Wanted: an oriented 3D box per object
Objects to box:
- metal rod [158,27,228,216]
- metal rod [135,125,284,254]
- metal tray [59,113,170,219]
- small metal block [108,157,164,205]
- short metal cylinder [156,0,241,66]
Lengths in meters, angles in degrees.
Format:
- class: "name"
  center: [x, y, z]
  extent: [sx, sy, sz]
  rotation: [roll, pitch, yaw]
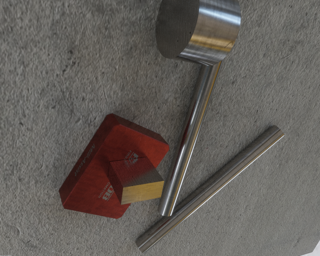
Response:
- class: "metal rod"
  center: [0.044, 0.001, 0.431]
  extent: [0.025, 0.025, 0.298]
  rotation: [1, 118, -29]
- class: "metal rod"
  center: [0.083, 0.100, 0.514]
  extent: [0.300, 0.025, 0.025]
  rotation: [-40, 130, -1]
- class: "metal tray"
  center: [-0.059, 0.054, 0.405]
  extent: [0.090, 0.030, 0.129]
  rotation: [25, 104, -37]
- class: "small metal block"
  center: [-0.030, 0.062, 0.373]
  extent: [0.050, 0.050, 0.025]
  rotation: [-5, 121, -26]
- class: "short metal cylinder"
  center: [0.037, -0.109, 0.324]
  extent: [0.050, 0.080, 0.079]
  rotation: [3, 117, -30]
